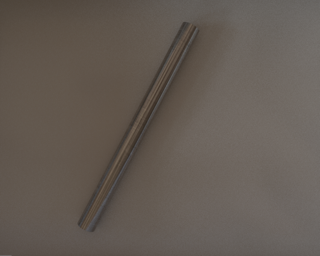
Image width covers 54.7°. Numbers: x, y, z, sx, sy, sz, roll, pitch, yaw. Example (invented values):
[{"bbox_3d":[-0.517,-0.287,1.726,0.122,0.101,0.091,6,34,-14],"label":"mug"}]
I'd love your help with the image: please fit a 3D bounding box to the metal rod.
[{"bbox_3d":[-0.028,-0.002,0.411,0.025,0.025,0.299,28,90,-1],"label":"metal rod"}]
